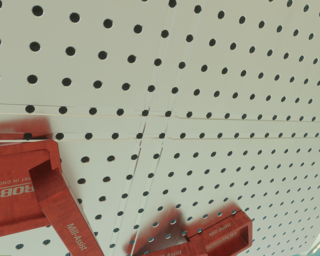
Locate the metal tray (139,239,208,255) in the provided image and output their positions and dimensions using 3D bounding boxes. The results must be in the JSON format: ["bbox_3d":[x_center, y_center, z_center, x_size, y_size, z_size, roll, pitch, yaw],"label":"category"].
[{"bbox_3d":[0.024,0.253,0.556,0.131,0.030,0.090,-16,126,0],"label":"metal tray"}]

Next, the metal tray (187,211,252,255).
[{"bbox_3d":[0.123,0.230,0.620,0.131,0.030,0.089,-23,127,-15],"label":"metal tray"}]

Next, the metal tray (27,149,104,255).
[{"bbox_3d":[-0.111,0.098,0.368,0.030,0.090,0.129,-27,128,-17],"label":"metal tray"}]

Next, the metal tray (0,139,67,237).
[{"bbox_3d":[-0.170,0.065,0.322,0.131,0.030,0.089,-8,88,-23],"label":"metal tray"}]
